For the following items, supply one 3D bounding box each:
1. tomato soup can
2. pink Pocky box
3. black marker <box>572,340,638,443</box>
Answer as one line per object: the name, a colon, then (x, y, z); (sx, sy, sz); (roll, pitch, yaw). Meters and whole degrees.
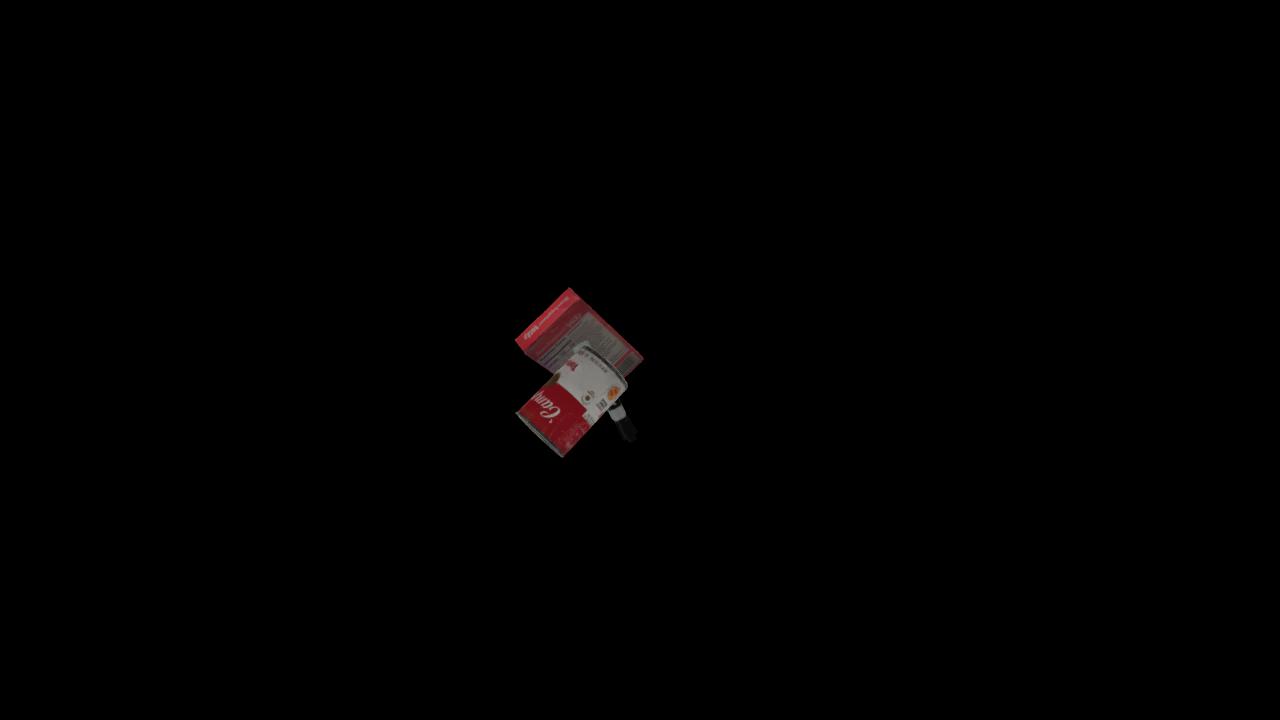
tomato soup can: (-0.069, 0.042, 0.638); (0.101, 0.068, 0.068); (-46, 14, -14)
pink Pocky box: (-0.065, -0.012, 0.707); (0.029, 0.084, 0.155); (48, 4, 37)
black marker: (-0.036, 0.035, 0.665); (0.020, 0.121, 0.020); (-28, 6, 3)
